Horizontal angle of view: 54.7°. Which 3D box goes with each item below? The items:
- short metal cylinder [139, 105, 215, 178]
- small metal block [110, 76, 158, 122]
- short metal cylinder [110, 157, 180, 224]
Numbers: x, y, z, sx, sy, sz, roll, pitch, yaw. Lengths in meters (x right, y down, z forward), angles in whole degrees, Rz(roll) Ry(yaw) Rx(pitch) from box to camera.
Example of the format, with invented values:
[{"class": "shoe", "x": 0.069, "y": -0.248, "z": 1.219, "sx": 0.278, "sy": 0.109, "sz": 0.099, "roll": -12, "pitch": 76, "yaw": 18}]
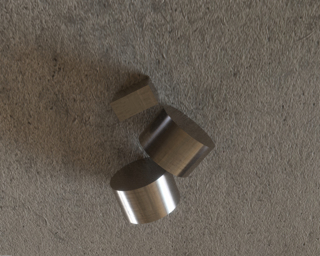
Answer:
[{"class": "short metal cylinder", "x": 0.021, "y": 0.016, "z": 0.387, "sx": 0.080, "sy": 0.080, "sz": 0.050, "roll": 36, "pitch": 106, "yaw": -13}, {"class": "small metal block", "x": -0.030, "y": -0.037, "z": 0.382, "sx": 0.050, "sy": 0.050, "sz": 0.025, "roll": -25, "pitch": 108, "yaw": 8}, {"class": "short metal cylinder", "x": -0.019, "y": 0.080, "z": 0.410, "sx": 0.080, "sy": 0.080, "sz": 0.050, "roll": -17, "pitch": 109, "yaw": 6}]
